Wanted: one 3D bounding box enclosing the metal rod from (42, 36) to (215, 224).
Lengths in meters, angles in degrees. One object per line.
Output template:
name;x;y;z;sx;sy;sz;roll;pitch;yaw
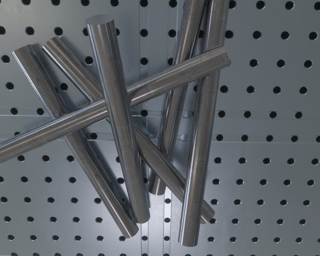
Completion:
metal rod;-0.035;0.009;0.396;0.025;0.025;0.300;-40;98;13

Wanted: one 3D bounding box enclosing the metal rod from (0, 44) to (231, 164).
metal rod;-0.065;-0.024;0.363;0.301;0.025;0.025;-22;109;9

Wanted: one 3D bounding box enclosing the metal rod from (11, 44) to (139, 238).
metal rod;-0.106;0.031;0.423;0.025;0.025;0.299;-23;109;8

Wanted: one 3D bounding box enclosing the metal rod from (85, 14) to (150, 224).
metal rod;-0.040;0.018;0.368;0.025;0.025;0.298;-5;130;2

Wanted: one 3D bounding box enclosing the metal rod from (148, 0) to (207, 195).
metal rod;0.022;-0.048;0.395;0.025;0.025;0.298;10;110;-4

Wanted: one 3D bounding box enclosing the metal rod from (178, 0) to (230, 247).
metal rod;0.052;-0.003;0.375;0.025;0.025;0.298;6;96;-2
